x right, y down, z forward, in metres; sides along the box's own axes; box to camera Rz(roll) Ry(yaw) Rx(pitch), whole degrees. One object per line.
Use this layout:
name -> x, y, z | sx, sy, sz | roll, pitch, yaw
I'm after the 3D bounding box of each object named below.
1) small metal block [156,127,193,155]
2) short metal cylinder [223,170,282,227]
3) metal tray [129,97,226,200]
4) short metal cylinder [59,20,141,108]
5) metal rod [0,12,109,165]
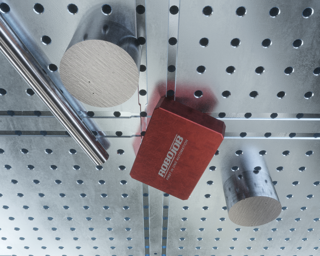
small metal block -> 0.027, 0.028, 0.436 | 0.050, 0.025, 0.050 | -17, 128, 14
short metal cylinder -> 0.145, 0.113, 0.492 | 0.081, 0.050, 0.079 | 0, 130, 0
metal tray -> 0.020, 0.032, 0.417 | 0.090, 0.030, 0.129 | 23, 126, 1
short metal cylinder -> -0.062, -0.069, 0.336 | 0.081, 0.050, 0.079 | 0, 130, 0
metal rod -> -0.144, -0.060, 0.358 | 0.025, 0.025, 0.299 | -18, 128, 15
